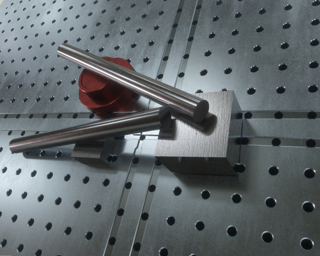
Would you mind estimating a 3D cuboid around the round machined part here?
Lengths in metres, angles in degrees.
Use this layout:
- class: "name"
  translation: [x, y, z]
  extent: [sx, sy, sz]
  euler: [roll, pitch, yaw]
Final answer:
- class: "round machined part"
  translation: [-0.087, -0.073, 0.485]
  extent: [0.098, 0.042, 0.098]
  euler: [-13, 56, 20]

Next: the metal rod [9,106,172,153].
- class: "metal rod"
  translation: [-0.116, 0.009, 0.426]
  extent: [0.300, 0.025, 0.025]
  euler: [-10, 57, 35]

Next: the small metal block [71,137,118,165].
- class: "small metal block"
  translation: [-0.092, 0.024, 0.440]
  extent: [0.050, 0.025, 0.050]
  euler: [0, 62, 27]

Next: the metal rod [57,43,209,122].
- class: "metal rod"
  translation: [-0.058, -0.073, 0.420]
  extent: [0.300, 0.025, 0.025]
  euler: [29, 77, 40]

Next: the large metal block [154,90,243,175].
- class: "large metal block"
  translation: [0.047, 0.006, 0.359]
  extent: [0.080, 0.050, 0.080]
  euler: [-2, 61, 27]
